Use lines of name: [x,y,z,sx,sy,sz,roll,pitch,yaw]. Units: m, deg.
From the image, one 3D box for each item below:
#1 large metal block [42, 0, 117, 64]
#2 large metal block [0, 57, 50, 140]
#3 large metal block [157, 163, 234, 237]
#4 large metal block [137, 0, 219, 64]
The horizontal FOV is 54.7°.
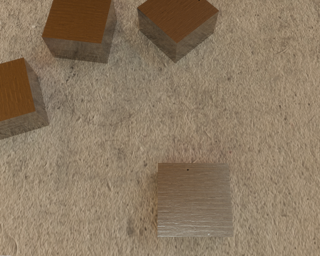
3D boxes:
large metal block: [-0.112,-0.145,0.447,0.080,0.050,0.080,7,70,2]
large metal block: [-0.202,-0.036,0.406,0.080,0.050,0.080,-18,71,-6]
large metal block: [0.038,0.086,0.364,0.081,0.050,0.080,0,70,0]
large metal block: [0.025,-0.156,0.452,0.080,0.050,0.080,-41,75,-13]
